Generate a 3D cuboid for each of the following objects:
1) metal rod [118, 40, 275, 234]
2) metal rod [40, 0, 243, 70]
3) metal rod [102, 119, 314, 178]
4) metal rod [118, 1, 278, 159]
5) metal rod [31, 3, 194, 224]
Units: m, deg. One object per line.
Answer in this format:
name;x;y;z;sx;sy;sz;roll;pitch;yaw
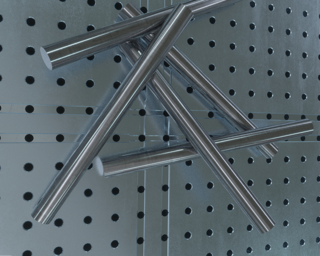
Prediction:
metal rod;0.044;0.005;0.393;0.025;0.025;0.299;-37;88;-17
metal rod;0.000;-0.136;0.387;0.302;0.025;0.025;-29;100;-28
metal rod;0.074;0.025;0.423;0.302;0.025;0.025;-10;94;-14
metal rod;0.063;-0.058;0.437;0.300;0.025;0.025;41;77;-16
metal rod;-0.055;-0.018;0.367;0.025;0.025;0.299;35;88;-17
